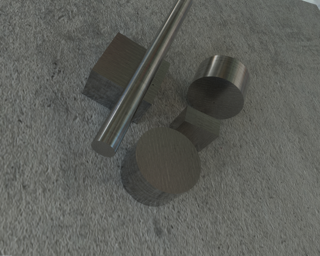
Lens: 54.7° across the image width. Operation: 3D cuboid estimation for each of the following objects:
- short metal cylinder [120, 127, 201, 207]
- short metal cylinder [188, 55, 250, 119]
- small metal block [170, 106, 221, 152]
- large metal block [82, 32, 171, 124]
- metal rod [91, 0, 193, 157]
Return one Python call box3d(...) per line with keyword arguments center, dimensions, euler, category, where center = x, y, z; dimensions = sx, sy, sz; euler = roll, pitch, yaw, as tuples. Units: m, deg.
box3d(center=(0.000, 0.046, 0.362), dimensions=(0.081, 0.050, 0.080), euler=(14, 56, -21), category="short metal cylinder")
box3d(center=(0.086, -0.058, 0.453), dimensions=(0.080, 0.080, 0.050), euler=(32, 52, -8), category="short metal cylinder")
box3d(center=(0.044, 0.003, 0.412), dimensions=(0.050, 0.050, 0.025), euler=(24, 53, -14), category="small metal block")
box3d(center=(-0.043, -0.065, 0.406), dimensions=(0.080, 0.050, 0.080), euler=(30, 52, -10), category="large metal block")
box3d(center=(-0.008, -0.088, 0.390), dimensions=(0.025, 0.025, 0.300), euler=(31, 51, -9), category="metal rod")
